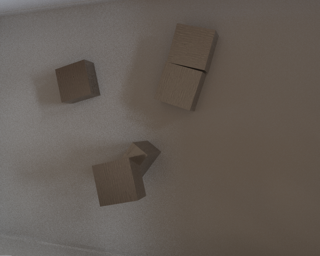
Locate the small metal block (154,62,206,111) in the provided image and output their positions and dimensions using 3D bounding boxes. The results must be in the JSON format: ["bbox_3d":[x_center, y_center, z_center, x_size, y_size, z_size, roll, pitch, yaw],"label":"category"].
[{"bbox_3d":[0.026,-0.053,0.401,0.050,0.025,0.050,20,96,18],"label":"small metal block"}]

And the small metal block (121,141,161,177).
[{"bbox_3d":[-0.030,0.045,0.407,0.025,0.050,0.050,39,102,15],"label":"small metal block"}]

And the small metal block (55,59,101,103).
[{"bbox_3d":[-0.120,-0.066,0.451,0.050,0.025,0.050,-14,86,19],"label":"small metal block"}]

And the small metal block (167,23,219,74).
[{"bbox_3d":[0.042,-0.101,0.395,0.050,0.025,0.050,17,95,18],"label":"small metal block"}]

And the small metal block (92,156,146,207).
[{"bbox_3d":[-0.049,0.064,0.374,0.050,0.025,0.050,-14,86,19],"label":"small metal block"}]
